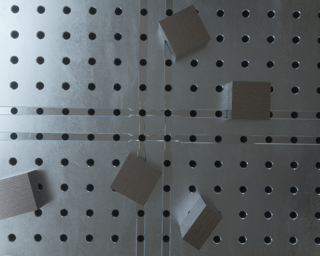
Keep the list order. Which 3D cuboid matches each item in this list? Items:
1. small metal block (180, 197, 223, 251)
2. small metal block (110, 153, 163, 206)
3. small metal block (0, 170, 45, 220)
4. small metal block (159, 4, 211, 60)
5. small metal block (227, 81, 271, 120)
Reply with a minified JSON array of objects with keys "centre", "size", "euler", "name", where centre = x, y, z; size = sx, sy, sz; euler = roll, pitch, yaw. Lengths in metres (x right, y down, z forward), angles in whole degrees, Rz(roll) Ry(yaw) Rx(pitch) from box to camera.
[{"centre":[0.052,0.122,0.402],"size":[0.025,0.050,0.050],"euler":[36,90,-1],"name":"small metal block"},{"centre":[-0.031,0.067,0.413],"size":[0.050,0.025,0.050],"euler":[29,90,-1],"name":"small metal block"},{"centre":[-0.189,0.088,0.411],"size":[0.050,0.025,0.050],"euler":[-15,90,-1],"name":"small metal block"},{"centre":[0.032,-0.127,0.414],"size":[0.050,0.025,0.050],"euler":[-27,90,-1],"name":"small metal block"},{"centre":[0.119,-0.036,0.415],"size":[0.050,0.025,0.050],"euler":[2,90,-1],"name":"small metal block"}]
